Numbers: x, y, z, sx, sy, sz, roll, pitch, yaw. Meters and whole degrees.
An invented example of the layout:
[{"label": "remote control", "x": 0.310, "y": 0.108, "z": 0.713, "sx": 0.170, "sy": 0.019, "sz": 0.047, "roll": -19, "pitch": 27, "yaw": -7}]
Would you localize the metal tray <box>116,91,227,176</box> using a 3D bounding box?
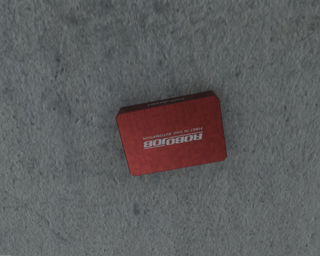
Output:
[{"label": "metal tray", "x": 0.016, "y": 0.008, "z": 0.410, "sx": 0.131, "sy": 0.030, "sz": 0.090, "roll": -10, "pitch": 110, "yaw": 3}]
